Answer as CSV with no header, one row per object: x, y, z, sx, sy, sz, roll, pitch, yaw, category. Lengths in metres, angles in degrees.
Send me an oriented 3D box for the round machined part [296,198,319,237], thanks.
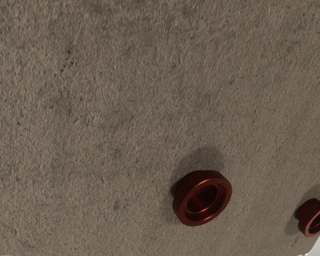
0.360,0.204,0.723,0.099,0.042,0.097,-14,125,-21,round machined part

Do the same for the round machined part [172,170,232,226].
0.063,0.107,0.499,0.099,0.042,0.097,-14,125,-21,round machined part
